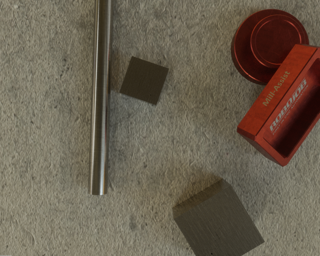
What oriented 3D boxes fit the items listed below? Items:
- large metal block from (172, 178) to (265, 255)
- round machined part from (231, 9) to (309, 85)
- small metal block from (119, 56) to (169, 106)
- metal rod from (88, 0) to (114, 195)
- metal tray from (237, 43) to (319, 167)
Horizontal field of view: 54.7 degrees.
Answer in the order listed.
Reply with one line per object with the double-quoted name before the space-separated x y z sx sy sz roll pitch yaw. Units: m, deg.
"large metal block" 0.072 0.123 0.398 0.080 0.050 0.080 -31 90 0
"round machined part" 0.146 -0.107 0.403 0.099 0.042 0.097 0 90 0
"small metal block" -0.020 -0.061 0.410 0.050 0.025 0.050 19 90 0
"metal rod" -0.077 -0.063 0.409 0.025 0.025 0.298 2 90 0
"metal tray" 0.162 -0.026 0.384 0.090 0.030 0.130 35 90 -39
